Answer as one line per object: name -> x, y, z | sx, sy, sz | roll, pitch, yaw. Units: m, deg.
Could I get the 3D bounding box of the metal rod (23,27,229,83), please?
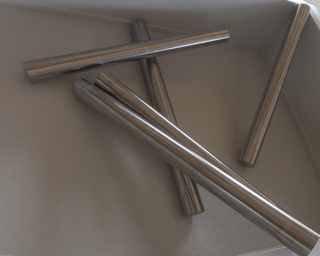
metal rod -> -0.027, -0.107, 0.428 | 0.302, 0.025, 0.025 | -18, 71, -26

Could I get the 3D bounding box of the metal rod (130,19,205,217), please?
metal rod -> 0.004, -0.030, 0.427 | 0.025, 0.025, 0.299 | -2, 63, -29

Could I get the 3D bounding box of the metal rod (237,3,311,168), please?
metal rod -> 0.185, -0.077, 0.490 | 0.025, 0.025, 0.300 | 29, 72, -11

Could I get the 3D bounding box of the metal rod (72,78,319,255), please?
metal rod -> 0.013, 0.024, 0.322 | 0.300, 0.025, 0.025 | 34, 46, 25

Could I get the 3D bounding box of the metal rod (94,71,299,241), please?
metal rod -> 0.042, 0.030, 0.375 | 0.300, 0.025, 0.025 | 38, 50, 6
